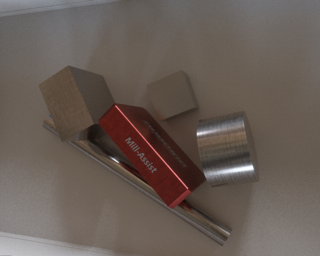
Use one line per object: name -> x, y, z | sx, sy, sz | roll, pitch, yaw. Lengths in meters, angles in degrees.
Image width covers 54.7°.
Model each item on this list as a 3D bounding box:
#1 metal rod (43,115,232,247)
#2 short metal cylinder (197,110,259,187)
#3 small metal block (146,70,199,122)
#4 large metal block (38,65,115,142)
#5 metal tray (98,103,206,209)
metal rod -> -0.042, 0.062, 0.423 | 0.301, 0.025, 0.025 | 30, 100, 17
short metal cylinder -> 0.078, 0.024, 0.351 | 0.050, 0.080, 0.080 | -12, 86, 20
small metal block -> 0.017, -0.040, 0.401 | 0.050, 0.025, 0.050 | -21, 83, 18
large metal block -> -0.102, -0.030, 0.414 | 0.050, 0.080, 0.080 | -28, 81, 18
metal tray -> -0.006, 0.029, 0.375 | 0.030, 0.090, 0.130 | -45, 77, 14
